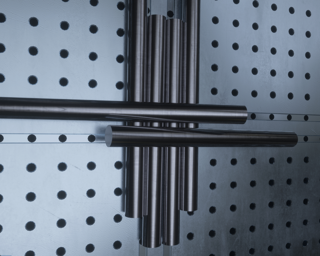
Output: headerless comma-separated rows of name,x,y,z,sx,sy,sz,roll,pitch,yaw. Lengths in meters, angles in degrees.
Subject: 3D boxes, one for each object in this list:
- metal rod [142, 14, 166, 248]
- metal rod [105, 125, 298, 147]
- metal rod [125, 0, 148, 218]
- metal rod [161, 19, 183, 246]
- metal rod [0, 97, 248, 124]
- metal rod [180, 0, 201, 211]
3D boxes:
metal rod,-0.008,0.004,0.408,0.025,0.025,0.298,1,90,-20
metal rod,0.075,0.013,0.418,0.302,0.025,0.025,2,90,-29
metal rod,-0.030,-0.037,0.400,0.025,0.025,0.298,1,90,-20
metal rod,0.016,0.005,0.419,0.025,0.025,0.298,1,90,-20
metal rod,-0.040,-0.020,0.373,0.302,0.025,0.025,1,90,-11
metal rod,0.041,-0.038,0.427,0.025,0.025,0.298,1,90,-20
